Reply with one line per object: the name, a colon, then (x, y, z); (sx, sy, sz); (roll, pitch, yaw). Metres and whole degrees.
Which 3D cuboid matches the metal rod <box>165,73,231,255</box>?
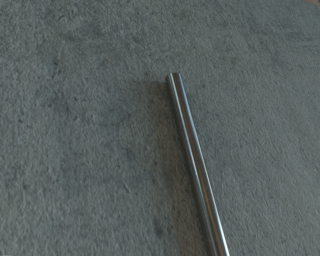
metal rod: (0.048, 0.057, 0.396); (0.025, 0.025, 0.299); (2, 61, -28)
